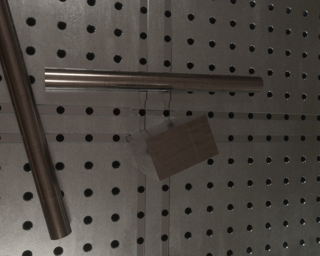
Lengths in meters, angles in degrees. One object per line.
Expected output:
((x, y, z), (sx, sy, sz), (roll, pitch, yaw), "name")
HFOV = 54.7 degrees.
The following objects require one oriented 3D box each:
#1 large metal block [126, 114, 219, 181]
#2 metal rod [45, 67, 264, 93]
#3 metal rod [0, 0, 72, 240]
((0.013, 0.021, 0.389), (0.081, 0.080, 0.050), (-22, 98, -19), "large metal block")
((0.007, -0.062, 0.416), (0.303, 0.025, 0.025), (-1, 91, -21), "metal rod")
((-0.153, -0.017, 0.356), (0.025, 0.025, 0.298), (-15, 95, -20), "metal rod")
